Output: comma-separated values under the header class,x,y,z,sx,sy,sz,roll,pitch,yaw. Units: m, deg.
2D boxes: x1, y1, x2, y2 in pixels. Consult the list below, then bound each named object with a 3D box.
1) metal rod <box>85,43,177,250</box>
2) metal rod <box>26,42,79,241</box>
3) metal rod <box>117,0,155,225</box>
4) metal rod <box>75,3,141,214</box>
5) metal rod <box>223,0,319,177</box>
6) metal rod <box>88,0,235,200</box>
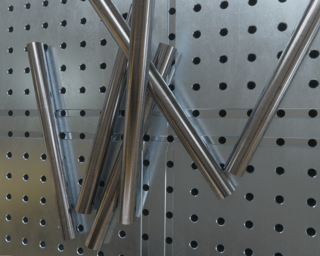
class,x,y,z,sx,sy,sz,roll,pitch,yaw
metal rod,-0.042,0.030,0.428,0.025,0.025,0.299,24,98,18
metal rod,-0.164,0.017,0.471,0.025,0.025,0.299,-13,86,19
metal rod,-0.031,-0.014,0.383,0.025,0.025,0.298,13,110,19
metal rod,-0.070,-0.022,0.437,0.025,0.025,0.298,18,96,19
metal rod,0.152,-0.080,0.358,0.025,0.025,0.299,28,99,18
metal rod,0.001,-0.044,0.389,0.025,0.025,0.299,-34,88,17
